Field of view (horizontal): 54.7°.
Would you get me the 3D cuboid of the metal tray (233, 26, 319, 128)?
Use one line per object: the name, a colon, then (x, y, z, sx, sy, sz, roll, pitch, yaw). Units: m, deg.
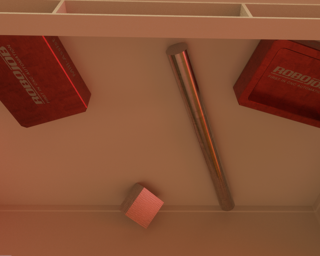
metal tray: (0.165, -0.054, 0.362, 0.131, 0.030, 0.089, 14, 129, -13)

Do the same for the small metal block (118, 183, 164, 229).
small metal block: (-0.030, 0.125, 0.497, 0.050, 0.025, 0.050, 44, 74, -31)

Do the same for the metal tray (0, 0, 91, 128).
metal tray: (-0.148, -0.065, 0.348, 0.090, 0.030, 0.130, -15, 129, 11)

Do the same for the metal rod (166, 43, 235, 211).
metal rod: (0.066, 0.022, 0.428, 0.025, 0.025, 0.299, -15, 129, 12)
